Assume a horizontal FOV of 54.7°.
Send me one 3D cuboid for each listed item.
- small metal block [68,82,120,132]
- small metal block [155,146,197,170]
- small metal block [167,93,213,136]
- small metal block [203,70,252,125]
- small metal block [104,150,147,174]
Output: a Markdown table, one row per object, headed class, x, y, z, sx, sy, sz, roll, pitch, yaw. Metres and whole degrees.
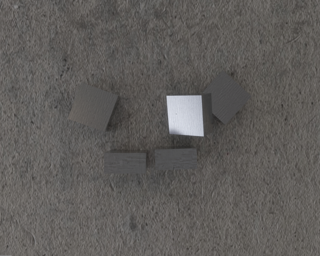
| class | x | y | z | sx | sy | sz | roll | pitch | yaw |
| --- | --- | --- | --- | --- | --- | --- | --- | --- | --- |
| small metal block | -0.086 | -0.027 | 0.409 | 0.050 | 0.025 | 0.050 | 20 | 90 | 0 |
| small metal block | 0.019 | 0.037 | 0.398 | 0.050 | 0.050 | 0.025 | -2 | 90 | 0 |
| small metal block | 0.038 | -0.018 | 0.393 | 0.050 | 0.025 | 0.050 | 3 | 104 | 36 |
| small metal block | 0.083 | -0.039 | 0.410 | 0.050 | 0.025 | 0.050 | 43 | 90 | 0 |
| small metal block | -0.042 | 0.042 | 0.397 | 0.050 | 0.050 | 0.025 | 0 | 90 | 0 |
